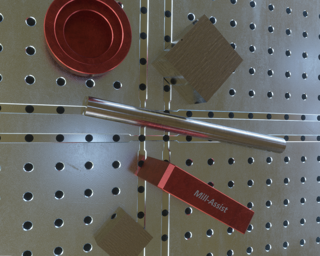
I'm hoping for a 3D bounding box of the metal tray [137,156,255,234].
[{"bbox_3d":[0.043,0.083,0.395,0.130,0.090,0.030,32,80,-18],"label":"metal tray"}]

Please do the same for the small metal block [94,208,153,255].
[{"bbox_3d":[-0.046,0.141,0.397,0.050,0.025,0.050,47,75,-14],"label":"small metal block"}]

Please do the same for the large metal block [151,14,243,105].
[{"bbox_3d":[0.050,-0.089,0.419,0.080,0.050,0.080,45,76,-15],"label":"large metal block"}]

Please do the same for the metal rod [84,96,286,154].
[{"bbox_3d":[0.049,0.000,0.431,0.302,0.025,0.025,11,86,-20],"label":"metal rod"}]

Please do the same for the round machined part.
[{"bbox_3d":[-0.087,-0.110,0.372,0.099,0.042,0.097,0,90,-21],"label":"round machined part"}]
